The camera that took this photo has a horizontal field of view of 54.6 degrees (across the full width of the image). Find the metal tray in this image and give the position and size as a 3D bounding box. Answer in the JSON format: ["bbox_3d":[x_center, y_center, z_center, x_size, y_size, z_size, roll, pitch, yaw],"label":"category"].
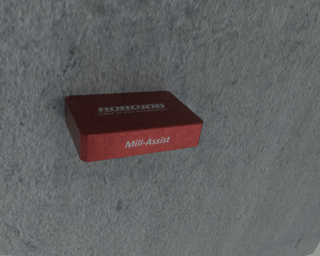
[{"bbox_3d":[-0.030,-0.008,0.342,0.131,0.090,0.030,-6,121,-25],"label":"metal tray"}]
